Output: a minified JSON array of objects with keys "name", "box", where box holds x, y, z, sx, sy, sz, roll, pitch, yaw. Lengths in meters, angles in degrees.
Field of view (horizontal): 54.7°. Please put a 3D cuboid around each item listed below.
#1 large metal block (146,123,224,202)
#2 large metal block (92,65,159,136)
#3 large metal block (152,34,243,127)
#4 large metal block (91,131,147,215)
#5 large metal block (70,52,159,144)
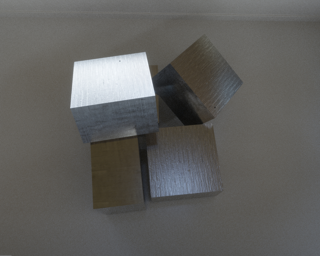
[{"name":"large metal block","box":[0.026,0.044,0.377,0.081,0.050,0.080,-5,70,-2]},{"name":"large metal block","box":[-0.042,-0.034,0.407,0.081,0.050,0.080,-1,70,-1]},{"name":"large metal block","box":[0.046,-0.057,0.389,0.080,0.050,0.080,50,54,-8]},{"name":"large metal block","box":[-0.046,0.054,0.359,0.050,0.080,0.080,-6,70,-3]},{"name":"large metal block","box":[-0.048,-0.035,0.338,0.081,0.050,0.080,-9,45,-3]}]
